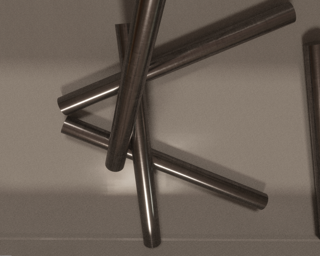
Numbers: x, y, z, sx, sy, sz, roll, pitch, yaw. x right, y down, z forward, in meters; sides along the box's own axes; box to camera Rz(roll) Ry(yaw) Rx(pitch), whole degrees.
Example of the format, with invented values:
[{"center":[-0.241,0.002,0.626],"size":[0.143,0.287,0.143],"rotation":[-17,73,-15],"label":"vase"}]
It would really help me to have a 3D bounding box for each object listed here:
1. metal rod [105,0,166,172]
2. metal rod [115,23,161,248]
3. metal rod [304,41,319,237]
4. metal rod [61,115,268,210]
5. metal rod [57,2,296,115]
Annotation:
[{"center":[-0.024,-0.056,0.305],"size":[0.025,0.025,0.298],"rotation":[13,133,-5],"label":"metal rod"},{"center":[-0.024,0.024,0.392],"size":[0.025,0.025,0.298],"rotation":[-5,110,1],"label":"metal rod"},{"center":[0.224,0.032,0.426],"size":[0.025,0.025,0.298],"rotation":[-13,110,4],"label":"metal rod"},{"center":[0.013,0.051,0.430],"size":[0.302,0.025,0.025],"rotation":[22,108,-9],"label":"metal rod"},{"center":[0.014,-0.082,0.381],"size":[0.301,0.025,0.025],"rotation":[-21,109,7],"label":"metal rod"}]
